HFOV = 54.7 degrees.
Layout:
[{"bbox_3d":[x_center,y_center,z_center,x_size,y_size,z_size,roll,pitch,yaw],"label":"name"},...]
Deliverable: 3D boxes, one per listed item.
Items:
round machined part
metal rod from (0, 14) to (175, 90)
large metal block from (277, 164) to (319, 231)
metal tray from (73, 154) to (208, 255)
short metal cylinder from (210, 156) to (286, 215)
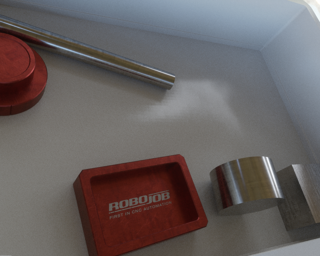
[{"bbox_3d":[-0.175,-0.066,0.341,0.099,0.042,0.098,14,56,-21],"label":"round machined part"},{"bbox_3d":[-0.120,-0.105,0.405,0.302,0.025,0.025,15,56,-20],"label":"metal rod"},{"bbox_3d":[0.215,0.098,0.448,0.081,0.050,0.080,2,61,-28],"label":"large metal block"},{"bbox_3d":[-0.020,0.083,0.342,0.131,0.030,0.090,-6,65,-31],"label":"metal tray"},{"bbox_3d":[0.107,0.074,0.385,0.081,0.080,0.050,5,60,-26],"label":"short metal cylinder"}]
